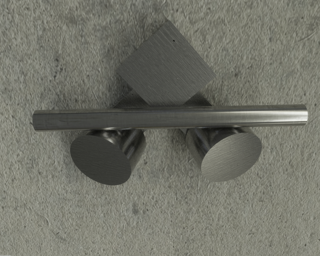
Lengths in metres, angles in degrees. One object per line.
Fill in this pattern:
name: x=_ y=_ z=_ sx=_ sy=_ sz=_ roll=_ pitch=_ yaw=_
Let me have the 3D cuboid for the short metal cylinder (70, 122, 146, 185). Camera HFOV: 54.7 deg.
short metal cylinder: x=-0.064 y=0.026 z=0.391 sx=0.080 sy=0.050 sz=0.079 roll=11 pitch=129 yaw=14

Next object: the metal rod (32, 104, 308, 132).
metal rod: x=0.011 y=-0.011 z=0.352 sx=0.302 sy=0.025 sz=0.025 roll=-1 pitch=110 yaw=0

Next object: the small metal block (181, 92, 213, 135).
small metal block: x=0.042 y=-0.021 z=0.403 sx=0.050 sy=0.025 sz=0.050 roll=-41 pitch=105 yaw=13

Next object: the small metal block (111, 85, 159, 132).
small metal block: x=-0.030 y=-0.023 z=0.402 sx=0.050 sy=0.025 sz=0.050 roll=-42 pitch=105 yaw=12

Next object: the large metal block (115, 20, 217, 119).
large metal block: x=0.007 y=-0.070 z=0.370 sx=0.080 sy=0.050 sz=0.080 roll=-40 pitch=106 yaw=13

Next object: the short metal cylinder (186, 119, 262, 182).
short metal cylinder: x=0.079 y=0.022 z=0.392 sx=0.081 sy=0.050 sz=0.079 roll=-12 pitch=130 yaw=-14
